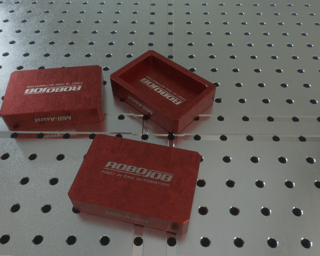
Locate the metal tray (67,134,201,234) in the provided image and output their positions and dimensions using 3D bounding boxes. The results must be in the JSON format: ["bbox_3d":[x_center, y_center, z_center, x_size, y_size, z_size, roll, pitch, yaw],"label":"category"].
[{"bbox_3d":[-0.025,0.060,0.354,0.130,0.030,0.090,10,51,8],"label":"metal tray"}]

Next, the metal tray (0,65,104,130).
[{"bbox_3d":[-0.148,-0.046,0.443,0.131,0.030,0.090,-5,50,-4],"label":"metal tray"}]

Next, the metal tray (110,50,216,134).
[{"bbox_3d":[0.003,-0.057,0.452,0.130,0.030,0.090,35,58,26],"label":"metal tray"}]
